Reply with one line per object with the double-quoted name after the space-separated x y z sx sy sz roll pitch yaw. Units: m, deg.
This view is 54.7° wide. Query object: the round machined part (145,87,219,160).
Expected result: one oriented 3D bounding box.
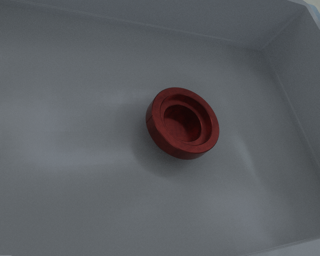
0.026 -0.002 0.412 0.099 0.042 0.098 14 56 -21 "round machined part"
